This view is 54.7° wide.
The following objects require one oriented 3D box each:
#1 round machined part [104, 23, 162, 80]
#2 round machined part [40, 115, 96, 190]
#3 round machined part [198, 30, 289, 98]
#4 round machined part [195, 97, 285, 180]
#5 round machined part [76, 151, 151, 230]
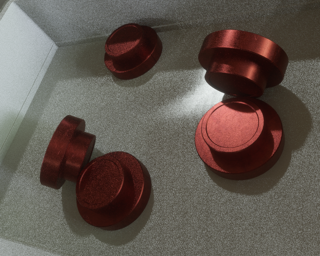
[{"bbox_3d":[-0.049,-0.130,0.500,0.098,0.042,0.098,-13,56,21],"label":"round machined part"},{"bbox_3d":[-0.117,0.035,0.411,0.042,0.098,0.098,19,67,-4],"label":"round machined part"},{"bbox_3d":[0.090,-0.066,0.353,0.098,0.098,0.042,14,79,34],"label":"round machined part"},{"bbox_3d":[0.085,0.005,0.347,0.098,0.042,0.098,-13,56,21],"label":"round machined part"},{"bbox_3d":[-0.064,0.073,0.384,0.098,0.042,0.098,-13,56,21],"label":"round machined part"}]
